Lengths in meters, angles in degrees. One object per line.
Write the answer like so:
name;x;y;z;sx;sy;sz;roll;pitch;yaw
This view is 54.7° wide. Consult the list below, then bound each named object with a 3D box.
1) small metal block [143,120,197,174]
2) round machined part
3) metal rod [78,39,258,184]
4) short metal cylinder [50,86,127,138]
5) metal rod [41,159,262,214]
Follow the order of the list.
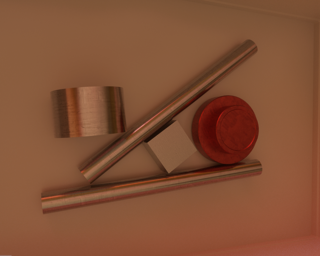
small metal block;0.013;0.024;0.414;0.050;0.025;0.050;-37;102;-16
round machined part;0.099;0.002;0.436;0.099;0.042;0.097;0;90;-21
metal rod;0.022;-0.031;0.418;0.301;0.025;0.025;-38;103;-16
short metal cylinder;-0.080;-0.018;0.351;0.081;0.080;0.050;-5;92;-20
metal rod;0.004;0.073;0.412;0.303;0.025;0.025;-6;92;-20
